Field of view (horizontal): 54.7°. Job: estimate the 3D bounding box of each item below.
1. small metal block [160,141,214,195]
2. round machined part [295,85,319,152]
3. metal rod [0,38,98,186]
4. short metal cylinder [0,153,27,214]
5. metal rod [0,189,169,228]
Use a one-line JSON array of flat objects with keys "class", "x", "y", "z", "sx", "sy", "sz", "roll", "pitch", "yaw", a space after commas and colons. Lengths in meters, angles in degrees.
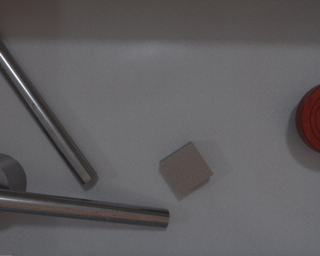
[{"class": "small metal block", "x": 0.035, "y": 0.053, "z": 0.412, "sx": 0.050, "sy": 0.025, "sz": 0.050, "roll": -33, "pitch": 90, "yaw": 0}, {"class": "round machined part", "x": 0.227, "y": -0.012, "z": 0.403, "sx": 0.099, "sy": 0.042, "sz": 0.097, "roll": 0, "pitch": 92, "yaw": 4}, {"class": "metal rod", "x": -0.180, "y": -0.053, "z": 0.408, "sx": 0.025, "sy": 0.025, "sz": 0.299, "roll": -35, "pitch": 90, "yaw": 0}, {"class": "short metal cylinder", "x": -0.222, "y": 0.074, "z": 0.396, "sx": 0.081, "sy": 0.050, "sz": 0.079, "roll": 0, "pitch": 90, "yaw": -1}, {"class": "metal rod", "x": -0.134, "y": 0.093, "z": 0.372, "sx": 0.302, "sy": 0.025, "sz": 0.025, "roll": 11, "pitch": 90, "yaw": -16}]
